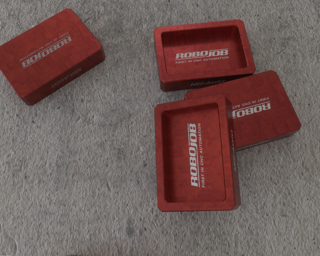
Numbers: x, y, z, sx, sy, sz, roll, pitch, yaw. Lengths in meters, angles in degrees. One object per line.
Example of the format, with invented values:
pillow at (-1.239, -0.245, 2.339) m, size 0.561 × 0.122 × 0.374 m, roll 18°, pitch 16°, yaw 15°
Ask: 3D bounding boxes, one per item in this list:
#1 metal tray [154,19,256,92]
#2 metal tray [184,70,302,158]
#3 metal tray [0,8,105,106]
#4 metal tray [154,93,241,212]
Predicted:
metal tray at (0.061, -0.104, 0.443) m, size 0.131 × 0.030 × 0.090 m, roll -7°, pitch 70°, yaw -3°
metal tray at (0.106, -0.018, 0.413) m, size 0.131 × 0.030 × 0.090 m, roll -15°, pitch 71°, yaw -6°
metal tray at (-0.157, -0.103, 0.442) m, size 0.131 × 0.030 × 0.090 m, roll -36°, pitch 74°, yaw -12°
metal tray at (0.042, 0.031, 0.366) m, size 0.090 × 0.030 × 0.129 m, roll -8°, pitch 76°, yaw 24°
